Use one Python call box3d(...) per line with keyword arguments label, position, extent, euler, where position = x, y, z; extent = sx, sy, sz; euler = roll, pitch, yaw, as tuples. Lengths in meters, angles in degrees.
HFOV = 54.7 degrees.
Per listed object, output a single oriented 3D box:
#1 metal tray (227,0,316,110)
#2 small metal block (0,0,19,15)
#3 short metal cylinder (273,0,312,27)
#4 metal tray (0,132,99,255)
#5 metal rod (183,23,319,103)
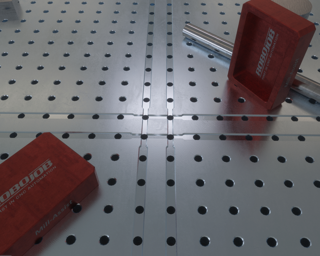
box3d(label="metal tray", position=(0.144, -0.098, 0.423), extent=(0.030, 0.129, 0.090), euler=(-29, 56, -22))
box3d(label="small metal block", position=(-0.314, -0.250, 0.616), extent=(0.050, 0.025, 0.050), euler=(-9, 51, -8))
box3d(label="short metal cylinder", position=(0.226, -0.204, 0.564), extent=(0.080, 0.050, 0.080), euler=(0, 50, 0))
box3d(label="metal tray", position=(-0.146, 0.072, 0.343), extent=(0.090, 0.030, 0.131), euler=(32, 57, 24))
box3d(label="metal rod", position=(0.161, -0.100, 0.492), extent=(0.300, 0.025, 0.025), euler=(34, 58, 25))
